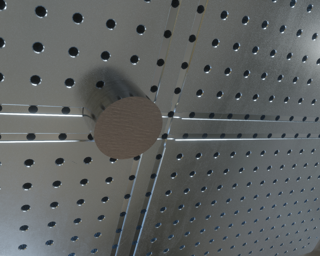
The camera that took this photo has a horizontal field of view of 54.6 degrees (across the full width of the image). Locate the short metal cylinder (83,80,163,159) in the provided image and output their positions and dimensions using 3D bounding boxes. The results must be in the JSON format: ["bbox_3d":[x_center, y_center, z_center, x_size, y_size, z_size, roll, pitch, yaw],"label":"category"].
[{"bbox_3d":[-0.044,-0.010,0.364,0.081,0.050,0.080,-14,124,-21],"label":"short metal cylinder"}]
